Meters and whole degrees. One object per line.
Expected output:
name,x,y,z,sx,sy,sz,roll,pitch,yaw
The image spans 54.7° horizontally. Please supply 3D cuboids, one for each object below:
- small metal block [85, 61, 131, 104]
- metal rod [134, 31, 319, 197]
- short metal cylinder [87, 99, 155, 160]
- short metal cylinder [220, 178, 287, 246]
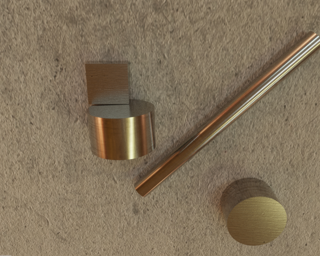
small metal block,-0.064,-0.057,0.388,0.050,0.025,0.050,0,110,0
metal rod,0.080,-0.009,0.406,0.299,0.025,0.025,-42,105,14
short metal cylinder,-0.046,-0.001,0.380,0.081,0.080,0.050,-1,110,0
short metal cylinder,0.131,0.118,0.441,0.081,0.050,0.079,0,110,0
